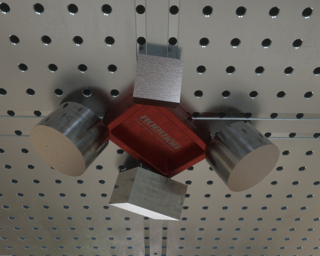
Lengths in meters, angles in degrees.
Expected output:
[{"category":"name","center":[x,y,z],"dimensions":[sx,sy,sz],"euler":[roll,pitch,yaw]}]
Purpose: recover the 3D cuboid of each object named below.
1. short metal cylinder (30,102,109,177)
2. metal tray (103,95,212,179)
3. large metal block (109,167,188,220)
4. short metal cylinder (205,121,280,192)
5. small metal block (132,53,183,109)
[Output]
[{"category":"short metal cylinder","center":[-0.112,0.014,0.386],"dimensions":[0.080,0.050,0.079],"euler":[17,134,19]},{"category":"metal tray","center":[-0.001,0.010,0.415],"dimensions":[0.090,0.030,0.130],"euler":[-34,123,25]},{"category":"large metal block","center":[-0.019,0.099,0.456],"dimensions":[0.080,0.050,0.080],"euler":[24,157,-20]},{"category":"short metal cylinder","center":[0.108,0.038,0.408],"dimensions":[0.081,0.050,0.079],"euler":[-18,134,-20]},{"category":"small metal block","center":[-0.003,-0.052,0.347],"dimensions":[0.050,0.050,0.025],"euler":[7,168,-6]}]
